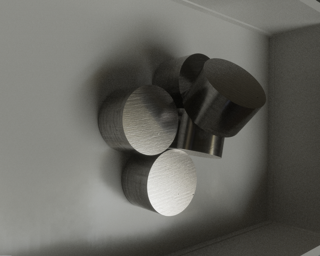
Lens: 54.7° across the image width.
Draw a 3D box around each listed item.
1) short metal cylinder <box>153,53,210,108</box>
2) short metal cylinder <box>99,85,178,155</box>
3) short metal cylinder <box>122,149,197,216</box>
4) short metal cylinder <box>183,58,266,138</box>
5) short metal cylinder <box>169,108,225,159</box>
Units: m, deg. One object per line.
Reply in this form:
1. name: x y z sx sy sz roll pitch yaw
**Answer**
1. short metal cylinder: 0.038 -0.057 0.422 0.081 0.050 0.079 0 90 -40
2. short metal cylinder: -0.025 -0.009 0.369 0.081 0.050 0.079 0 90 -40
3. short metal cylinder: 0.000 0.065 0.390 0.081 0.050 0.079 0 90 -40
4. short metal cylinder: 0.074 -0.036 0.361 0.081 0.050 0.080 17 44 -17
5. short metal cylinder: 0.045 0.009 0.409 0.081 0.080 0.050 17 79 -39
